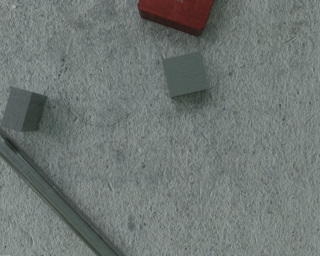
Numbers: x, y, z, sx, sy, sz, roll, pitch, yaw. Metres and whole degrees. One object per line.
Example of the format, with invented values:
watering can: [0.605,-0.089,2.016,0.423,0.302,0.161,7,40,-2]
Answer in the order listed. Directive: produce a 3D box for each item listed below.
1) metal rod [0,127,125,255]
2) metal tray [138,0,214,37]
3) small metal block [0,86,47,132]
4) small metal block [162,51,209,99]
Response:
metal rod: [-0.157,0.073,0.407,0.025,0.025,0.300,-44,91,0]
metal tray: [0.034,-0.198,0.408,0.090,0.030,0.129,19,90,-1]
small metal block: [-0.172,-0.023,0.395,0.025,0.050,0.050,16,90,0]
small metal block: [0.033,-0.070,0.410,0.050,0.025,0.050,-13,90,-1]
